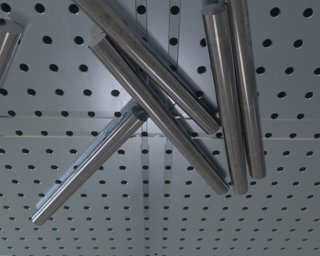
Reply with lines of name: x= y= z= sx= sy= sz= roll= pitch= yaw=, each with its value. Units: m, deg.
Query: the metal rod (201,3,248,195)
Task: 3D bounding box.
metal rod: x=0.090 y=-0.008 z=0.394 sx=0.025 sy=0.025 sz=0.299 roll=-12 pitch=132 yaw=9

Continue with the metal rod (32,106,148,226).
metal rod: x=-0.119 y=0.071 z=0.470 sx=0.025 sy=0.025 sz=0.299 roll=31 pitch=123 yaw=-24

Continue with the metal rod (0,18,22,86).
metal rod: x=-0.239 y=-0.011 z=0.400 sx=0.025 sy=0.025 sz=0.299 roll=27 pitch=125 yaw=-21

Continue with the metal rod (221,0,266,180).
metal rod: x=0.106 y=-0.041 z=0.377 sx=0.025 sy=0.025 sz=0.299 roll=-13 pitch=129 yaw=11

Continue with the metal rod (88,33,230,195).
metal rod: x=0.016 y=0.001 z=0.412 sx=0.025 sy=0.025 sz=0.300 roll=-27 pitch=125 yaw=21

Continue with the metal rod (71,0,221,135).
metal rod: x=-0.027 y=-0.088 z=0.336 sx=0.025 sy=0.025 sz=0.300 roll=-33 pitch=123 yaw=25
